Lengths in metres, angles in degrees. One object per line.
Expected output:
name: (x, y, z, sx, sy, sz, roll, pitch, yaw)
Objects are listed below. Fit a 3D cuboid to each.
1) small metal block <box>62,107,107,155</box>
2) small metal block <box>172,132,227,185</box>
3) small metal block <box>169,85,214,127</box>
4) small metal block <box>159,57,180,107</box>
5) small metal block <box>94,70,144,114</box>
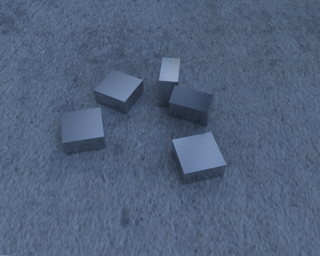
small metal block: (-0.098, 0.003, 0.399, 0.050, 0.025, 0.050, -9, 51, -8)
small metal block: (0.045, 0.036, 0.374, 0.050, 0.025, 0.050, -11, 51, -10)
small metal block: (0.042, -0.028, 0.408, 0.050, 0.050, 0.025, 16, 73, 13)
small metal block: (0.014, -0.064, 0.441, 0.025, 0.050, 0.050, 5, 50, 4)
small metal block: (-0.058, -0.053, 0.447, 0.050, 0.025, 0.050, 22, 53, 17)
